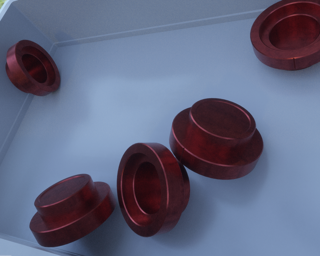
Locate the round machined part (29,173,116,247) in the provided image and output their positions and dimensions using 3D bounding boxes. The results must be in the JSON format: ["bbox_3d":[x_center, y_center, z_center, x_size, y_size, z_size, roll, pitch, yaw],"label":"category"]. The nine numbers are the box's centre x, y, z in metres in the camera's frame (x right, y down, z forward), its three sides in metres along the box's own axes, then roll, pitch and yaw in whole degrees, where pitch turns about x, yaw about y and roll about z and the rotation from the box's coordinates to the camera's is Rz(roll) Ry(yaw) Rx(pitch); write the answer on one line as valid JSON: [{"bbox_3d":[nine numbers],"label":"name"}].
[{"bbox_3d":[-0.105,0.089,0.363,0.098,0.042,0.098,-19,15,6],"label":"round machined part"}]

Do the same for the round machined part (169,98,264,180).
[{"bbox_3d":[0.061,0.004,0.328,0.099,0.042,0.098,7,39,-5],"label":"round machined part"}]

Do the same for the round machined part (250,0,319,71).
[{"bbox_3d":[0.164,-0.109,0.376,0.098,0.042,0.098,-13,56,21],"label":"round machined part"}]

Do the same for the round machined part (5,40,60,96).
[{"bbox_3d":[-0.225,-0.099,0.539,0.042,0.098,0.098,-24,53,20],"label":"round machined part"}]

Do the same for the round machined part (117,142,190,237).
[{"bbox_3d":[-0.005,0.064,0.338,0.098,0.042,0.097,-3,87,53],"label":"round machined part"}]
